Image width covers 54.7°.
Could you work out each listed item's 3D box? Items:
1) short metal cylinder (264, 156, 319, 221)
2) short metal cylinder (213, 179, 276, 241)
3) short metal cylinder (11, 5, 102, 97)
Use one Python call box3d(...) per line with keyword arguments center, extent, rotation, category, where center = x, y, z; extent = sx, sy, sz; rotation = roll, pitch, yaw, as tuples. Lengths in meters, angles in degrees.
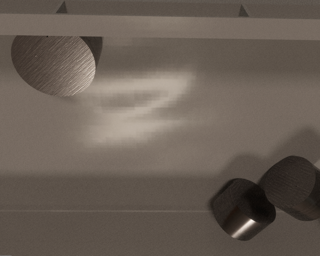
box3d(center=(0.202, 0.088, 0.451), extent=(0.050, 0.080, 0.080), rotation=(33, 123, -25), category="short metal cylinder")
box3d(center=(0.131, 0.126, 0.483), extent=(0.080, 0.080, 0.050), rotation=(20, 127, -17), category="short metal cylinder")
box3d(center=(-0.104, -0.080, 0.323), extent=(0.081, 0.050, 0.079), rotation=(0, 130, 0), category="short metal cylinder")
